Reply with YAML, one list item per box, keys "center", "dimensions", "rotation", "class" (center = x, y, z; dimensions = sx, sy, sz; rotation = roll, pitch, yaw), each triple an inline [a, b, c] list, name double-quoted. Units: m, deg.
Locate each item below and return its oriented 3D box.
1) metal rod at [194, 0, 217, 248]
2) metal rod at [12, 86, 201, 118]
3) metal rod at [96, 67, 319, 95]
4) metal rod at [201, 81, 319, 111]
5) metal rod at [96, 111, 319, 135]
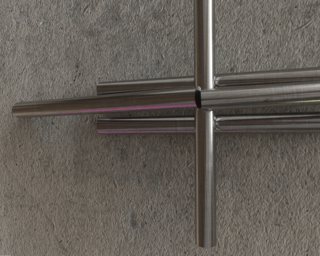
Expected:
- center: [0.053, -0.013, 0.364]
  dimensions: [0.025, 0.025, 0.298]
  rotation: [0, 90, 19]
  class: "metal rod"
- center: [-0.089, -0.031, 0.413]
  dimensions: [0.300, 0.025, 0.025]
  rotation: [-1, 90, 29]
  class: "metal rod"
- center: [0.059, -0.054, 0.388]
  dimensions: [0.301, 0.025, 0.025]
  rotation: [-1, 90, 19]
  class: "metal rod"
- center: [0.194, -0.038, 0.316]
  dimensions: [0.301, 0.025, 0.025]
  rotation: [-3, 89, 9]
  class: "metal rod"
- center: [0.059, -0.005, 0.388]
  dimensions: [0.301, 0.025, 0.025]
  rotation: [-1, 90, 19]
  class: "metal rod"
